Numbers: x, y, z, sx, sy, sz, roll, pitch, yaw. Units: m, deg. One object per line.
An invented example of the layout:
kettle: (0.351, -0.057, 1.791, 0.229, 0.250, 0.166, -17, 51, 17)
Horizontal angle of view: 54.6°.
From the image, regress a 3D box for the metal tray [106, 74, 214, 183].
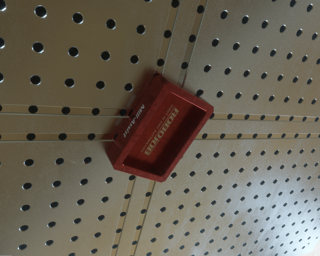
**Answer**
metal tray: (0.001, 0.005, 0.411, 0.090, 0.030, 0.129, 24, 106, -37)
